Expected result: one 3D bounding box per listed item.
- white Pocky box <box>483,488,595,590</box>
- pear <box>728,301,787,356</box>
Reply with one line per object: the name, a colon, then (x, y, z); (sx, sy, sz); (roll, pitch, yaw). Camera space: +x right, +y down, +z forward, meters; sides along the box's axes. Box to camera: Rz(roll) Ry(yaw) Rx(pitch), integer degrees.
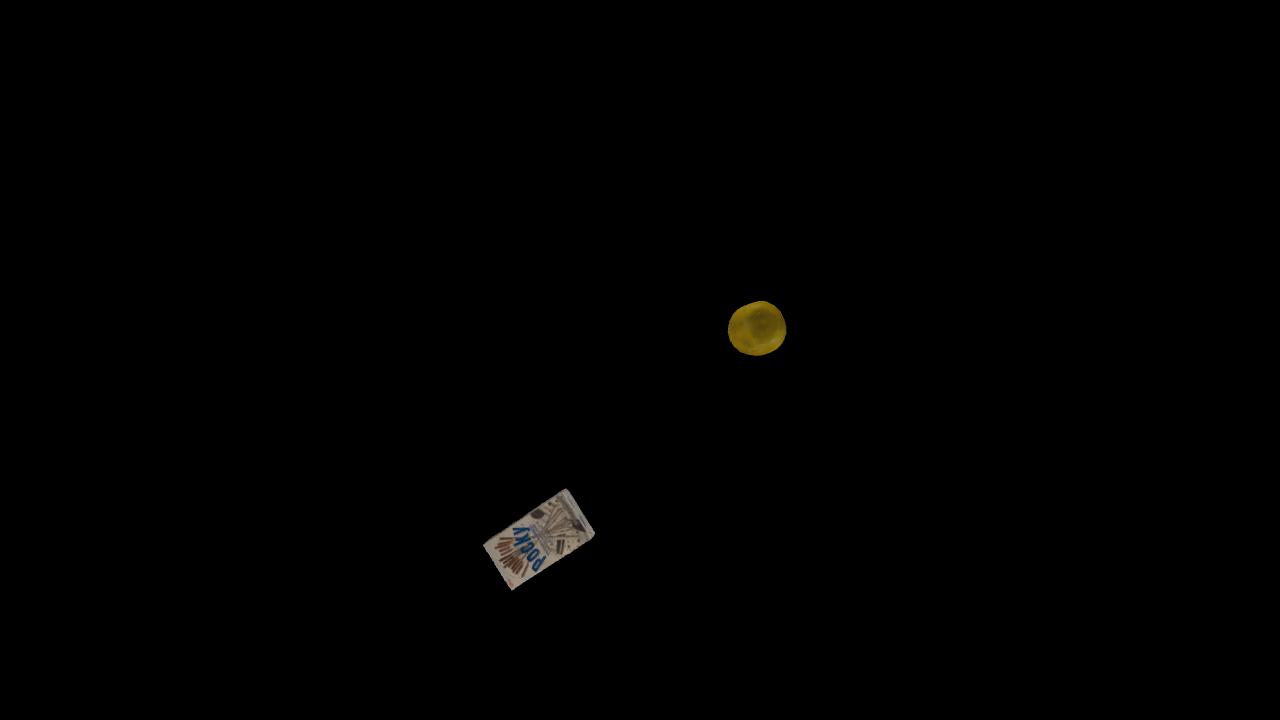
white Pocky box: (-0.151, 0.267, 0.918); (0.154, 0.084, 0.028); (-35, -6, 9)
pear: (0.160, -0.042, 0.866); (0.080, 0.080, 0.111); (0, 1, 0)
